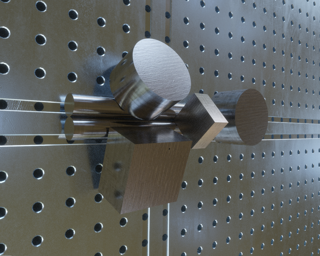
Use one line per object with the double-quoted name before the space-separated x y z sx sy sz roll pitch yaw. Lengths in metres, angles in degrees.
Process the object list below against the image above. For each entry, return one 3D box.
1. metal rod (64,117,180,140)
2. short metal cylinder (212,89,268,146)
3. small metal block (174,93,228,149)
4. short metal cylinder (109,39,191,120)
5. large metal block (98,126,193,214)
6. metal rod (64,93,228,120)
"metal rod" 0.020 0.002 0.422 0.302 0.025 0.025 1 90 -40
"short metal cylinder" 0.113 -0.015 0.451 0.081 0.050 0.079 0 90 -40
"small metal block" 0.051 -0.009 0.394 0.025 0.050 0.050 1 47 -40
"short metal cylinder" -0.011 -0.056 0.361 0.080 0.050 0.080 21 54 -31
"large metal block" -0.017 0.044 0.356 0.081 0.050 0.079 -1 111 -40
"metal rod" 0.020 -0.023 0.422 0.302 0.025 0.025 1 90 -40
